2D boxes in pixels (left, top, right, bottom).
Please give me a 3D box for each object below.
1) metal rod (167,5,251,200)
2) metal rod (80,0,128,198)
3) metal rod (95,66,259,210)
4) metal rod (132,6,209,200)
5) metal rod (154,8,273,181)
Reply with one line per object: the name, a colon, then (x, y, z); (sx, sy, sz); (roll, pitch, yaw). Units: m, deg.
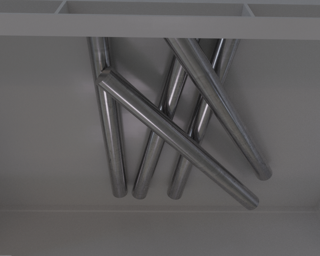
metal rod: (0.051, -0.007, 0.403); (0.025, 0.025, 0.298); (8, 130, -7)
metal rod: (-0.064, -0.012, 0.397); (0.025, 0.025, 0.298); (0, 130, 0)
metal rod: (0.040, 0.029, 0.399); (0.025, 0.025, 0.301); (-34, 123, 25)
metal rod: (0.002, -0.006, 0.403); (0.025, 0.025, 0.298); (10, 130, -9)
metal rod: (0.082, -0.014, 0.370); (0.025, 0.025, 0.300); (-25, 135, 19)
